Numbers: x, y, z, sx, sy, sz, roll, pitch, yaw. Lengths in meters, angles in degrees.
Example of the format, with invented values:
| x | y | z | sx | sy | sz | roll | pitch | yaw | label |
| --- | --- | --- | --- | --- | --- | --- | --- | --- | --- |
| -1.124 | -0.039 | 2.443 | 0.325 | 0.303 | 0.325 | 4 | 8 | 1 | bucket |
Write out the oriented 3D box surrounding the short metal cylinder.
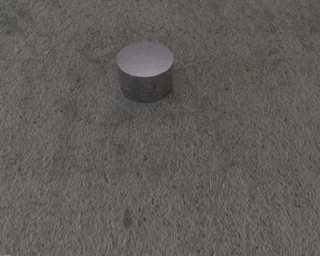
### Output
| x | y | z | sx | sy | sz | roll | pitch | yaw | label |
| --- | --- | --- | --- | --- | --- | --- | --- | --- | --- |
| -0.021 | -0.083 | 0.457 | 0.080 | 0.050 | 0.080 | 0 | 50 | 0 | short metal cylinder |
